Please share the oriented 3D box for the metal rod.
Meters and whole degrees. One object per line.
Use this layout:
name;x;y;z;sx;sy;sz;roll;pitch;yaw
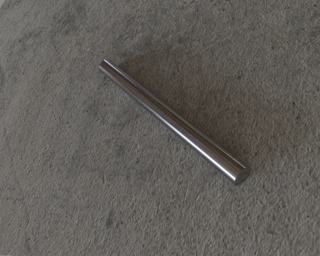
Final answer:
metal rod;-0.001;-0.025;0.420;0.025;0.025;0.300;-46;51;-4
